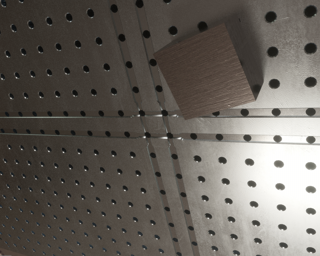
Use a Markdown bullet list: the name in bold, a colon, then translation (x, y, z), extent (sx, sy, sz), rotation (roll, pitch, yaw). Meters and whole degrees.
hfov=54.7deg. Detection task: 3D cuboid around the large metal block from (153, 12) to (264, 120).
- **large metal block**: translation (0.053, -0.063, 0.328), extent (0.080, 0.050, 0.080), rotation (-15, 111, 34)
